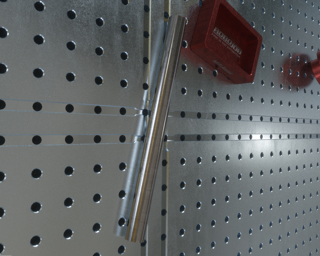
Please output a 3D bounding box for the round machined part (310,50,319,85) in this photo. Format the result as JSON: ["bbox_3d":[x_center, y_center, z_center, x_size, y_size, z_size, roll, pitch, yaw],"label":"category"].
[{"bbox_3d":[0.382,-0.132,0.709,0.099,0.042,0.098,24,54,-38],"label":"round machined part"}]

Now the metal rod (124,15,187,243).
[{"bbox_3d":[-0.004,-0.006,0.407,0.025,0.025,0.299,19,78,-39],"label":"metal rod"}]

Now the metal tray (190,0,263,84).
[{"bbox_3d":[0.112,-0.138,0.502,0.131,0.030,0.090,25,74,-37],"label":"metal tray"}]
